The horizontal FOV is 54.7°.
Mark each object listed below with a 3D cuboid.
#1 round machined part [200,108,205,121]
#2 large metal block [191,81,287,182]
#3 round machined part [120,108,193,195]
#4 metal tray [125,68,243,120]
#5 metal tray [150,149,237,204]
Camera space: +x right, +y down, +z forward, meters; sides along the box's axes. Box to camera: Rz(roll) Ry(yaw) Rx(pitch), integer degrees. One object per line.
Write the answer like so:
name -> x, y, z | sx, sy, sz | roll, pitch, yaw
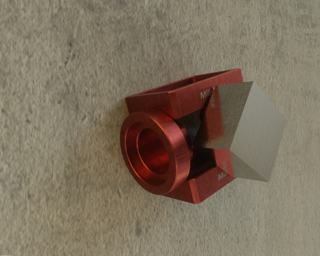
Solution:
round machined part -> 0.096, -0.015, 0.441 | 0.042, 0.098, 0.097 | -20, 103, -39
large metal block -> 0.092, 0.005, 0.349 | 0.080, 0.050, 0.080 | 37, 67, -34
round machined part -> 0.000, 0.024, 0.360 | 0.042, 0.098, 0.097 | -20, 103, -39
metal tray -> 0.034, -0.044, 0.395 | 0.131, 0.090, 0.030 | -23, 105, -38
metal tray -> 0.057, 0.051, 0.412 | 0.131, 0.090, 0.030 | -23, 105, -38
